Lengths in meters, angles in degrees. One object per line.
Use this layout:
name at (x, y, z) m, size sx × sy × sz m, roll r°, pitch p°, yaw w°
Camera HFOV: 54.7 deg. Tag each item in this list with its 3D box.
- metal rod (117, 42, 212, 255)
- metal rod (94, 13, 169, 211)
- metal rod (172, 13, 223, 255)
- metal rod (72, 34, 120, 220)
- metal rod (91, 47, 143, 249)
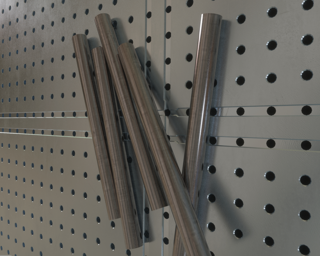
metal rod at (-0.003, 0.013, 0.387) m, size 0.025 × 0.025 × 0.299 m, roll -37°, pitch 60°, yaw 33°
metal rod at (-0.044, -0.032, 0.443) m, size 0.025 × 0.025 × 0.299 m, roll -29°, pitch 72°, yaw 36°
metal rod at (0.043, 0.018, 0.372) m, size 0.025 × 0.025 × 0.298 m, roll 11°, pitch 97°, yaw 39°
metal rod at (-0.099, -0.008, 0.487) m, size 0.025 × 0.025 × 0.299 m, roll -23°, pitch 76°, yaw 37°
metal rod at (-0.065, 0.023, 0.460) m, size 0.025 × 0.025 × 0.298 m, roll -19°, pitch 78°, yaw 38°
